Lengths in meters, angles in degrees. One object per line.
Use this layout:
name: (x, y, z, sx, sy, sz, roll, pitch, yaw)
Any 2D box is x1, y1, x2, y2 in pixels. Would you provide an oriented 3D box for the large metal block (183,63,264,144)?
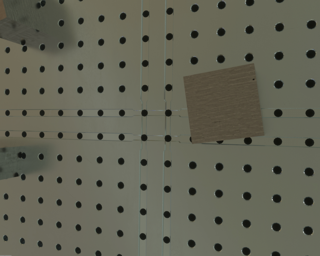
large metal block: (0.078, -0.026, 0.371, 0.080, 0.050, 0.080, -8, 87, 19)

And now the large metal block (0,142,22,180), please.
large metal block: (-0.278, 0.049, 0.479, 0.080, 0.080, 0.050, 8, 93, 19)

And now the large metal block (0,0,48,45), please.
large metal block: (-0.223, -0.179, 0.460, 0.050, 0.080, 0.080, -17, 85, 19)
